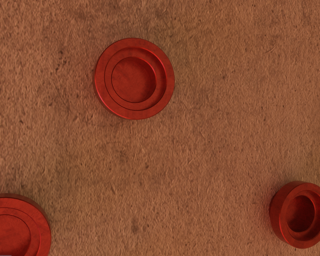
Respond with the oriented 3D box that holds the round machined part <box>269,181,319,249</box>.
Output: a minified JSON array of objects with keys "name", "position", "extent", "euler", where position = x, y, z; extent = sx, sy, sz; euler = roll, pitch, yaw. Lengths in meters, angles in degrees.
[{"name":"round machined part","position":[0.209,0.130,0.477],"extent":[0.099,0.042,0.097],"euler":[0,90,-20]}]

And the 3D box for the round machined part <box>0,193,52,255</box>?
[{"name":"round machined part","position":[-0.171,0.120,0.337],"extent":[0.099,0.042,0.097],"euler":[0,90,-20]}]

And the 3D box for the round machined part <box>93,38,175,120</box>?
[{"name":"round machined part","position":[-0.035,-0.059,0.387],"extent":[0.099,0.042,0.097],"euler":[0,90,-20]}]
